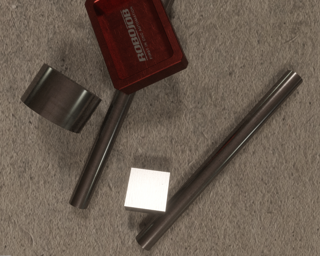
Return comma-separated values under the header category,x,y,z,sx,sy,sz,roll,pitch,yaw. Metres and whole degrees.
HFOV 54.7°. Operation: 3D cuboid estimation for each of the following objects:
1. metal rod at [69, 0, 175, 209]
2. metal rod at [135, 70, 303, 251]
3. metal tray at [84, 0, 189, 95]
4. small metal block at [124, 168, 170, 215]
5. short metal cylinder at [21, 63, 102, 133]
category,x,y,z,sx,sy,sz,roll,pitch,yaw
metal rod,-0.050,-0.036,0.409,0.025,0.025,0.299,23,90,-1
metal rod,0.078,0.042,0.411,0.025,0.025,0.300,42,90,-1
metal tray,-0.031,-0.118,0.383,0.090,0.030,0.129,-23,78,12
small metal block,-0.015,0.082,0.399,0.050,0.025,0.050,7,63,2
short metal cylinder,-0.120,-0.036,0.381,0.080,0.080,0.050,33,90,-1
